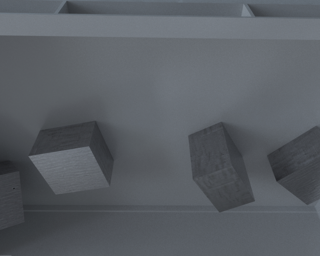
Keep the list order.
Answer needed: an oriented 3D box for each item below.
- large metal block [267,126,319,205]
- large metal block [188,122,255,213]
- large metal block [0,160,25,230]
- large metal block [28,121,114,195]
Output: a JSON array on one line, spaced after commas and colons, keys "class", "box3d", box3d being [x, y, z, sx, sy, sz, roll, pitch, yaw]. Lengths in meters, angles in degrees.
[{"class": "large metal block", "box3d": [0.216, 0.056, 0.442, 0.080, 0.050, 0.080, 35, 122, -26]}, {"class": "large metal block", "box3d": [0.082, 0.053, 0.419, 0.050, 0.080, 0.080, -24, 126, 19]}, {"class": "large metal block", "box3d": [-0.242, 0.098, 0.432, 0.081, 0.050, 0.079, -11, 109, -38]}, {"class": "large metal block", "box3d": [-0.117, 0.042, 0.427, 0.080, 0.050, 0.080, -10, 130, 8]}]
